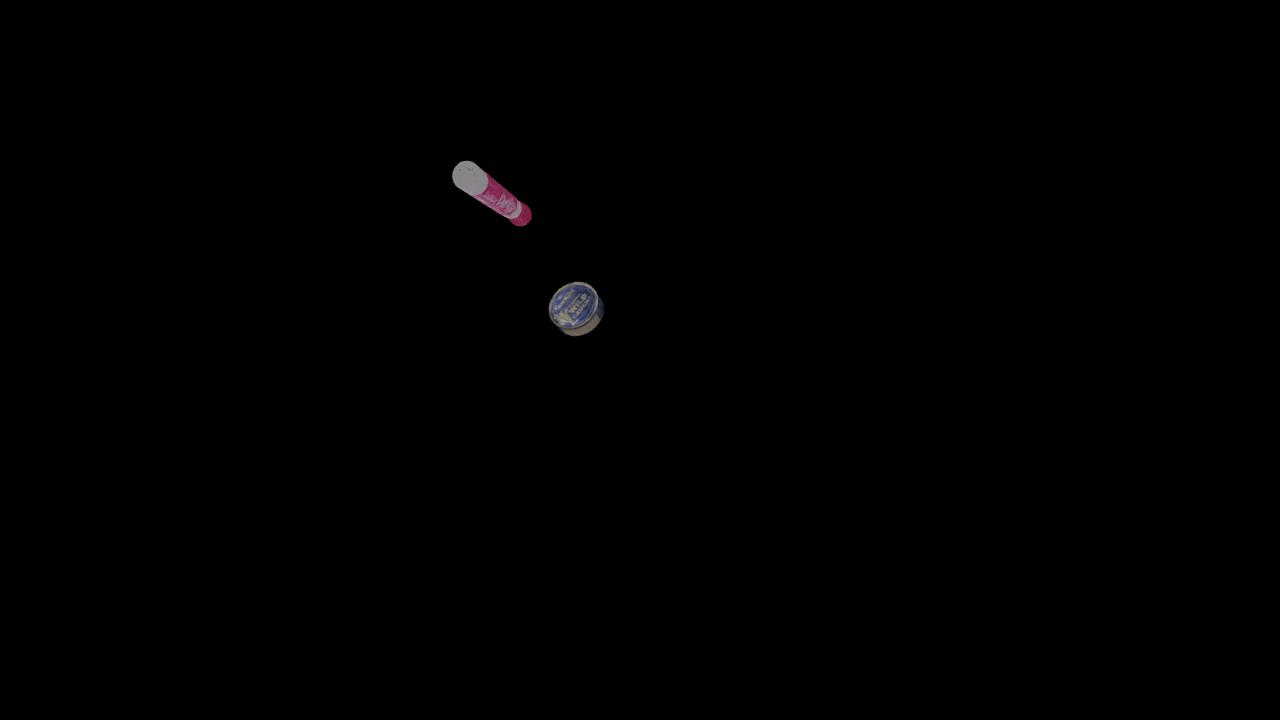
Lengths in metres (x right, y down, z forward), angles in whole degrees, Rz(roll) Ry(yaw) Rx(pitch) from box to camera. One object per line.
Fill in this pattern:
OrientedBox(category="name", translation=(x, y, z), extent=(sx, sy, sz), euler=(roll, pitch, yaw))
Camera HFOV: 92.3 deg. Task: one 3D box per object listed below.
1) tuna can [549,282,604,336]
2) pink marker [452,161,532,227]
OrientedBox(category="tuna can", translation=(-0.101, -0.081, 0.981), extent=(0.084, 0.084, 0.034), euler=(0, -23, 17))
OrientedBox(category="pink marker", translation=(-0.103, -0.118, 0.448), extent=(0.020, 0.020, 0.121), euler=(0, 1, 7))
